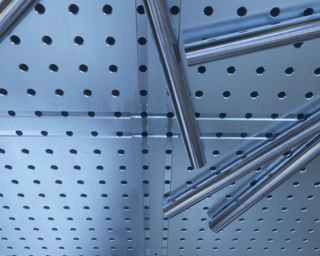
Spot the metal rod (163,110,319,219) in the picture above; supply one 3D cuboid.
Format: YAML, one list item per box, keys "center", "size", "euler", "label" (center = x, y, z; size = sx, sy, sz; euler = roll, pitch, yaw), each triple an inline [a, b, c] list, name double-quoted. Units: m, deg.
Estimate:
- center: [0.119, 0.062, 0.464]
  size: [0.025, 0.025, 0.299]
  euler: [37, 121, -27]
  label: "metal rod"

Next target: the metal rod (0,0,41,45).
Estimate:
- center: [-0.140, -0.123, 0.305]
  size: [0.299, 0.025, 0.025]
  euler: [-33, 123, 24]
  label: "metal rod"

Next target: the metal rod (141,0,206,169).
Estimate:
- center: [0.018, -0.060, 0.360]
  size: [0.025, 0.025, 0.299]
  euler: [-12, 129, 9]
  label: "metal rod"

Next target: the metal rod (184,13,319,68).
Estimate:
- center: [0.174, -0.107, 0.314]
  size: [0.301, 0.025, 0.025]
  euler: [-12, 129, 7]
  label: "metal rod"

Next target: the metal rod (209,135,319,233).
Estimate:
- center: [0.175, 0.081, 0.481]
  size: [0.025, 0.025, 0.298]
  euler: [24, 126, -19]
  label: "metal rod"
